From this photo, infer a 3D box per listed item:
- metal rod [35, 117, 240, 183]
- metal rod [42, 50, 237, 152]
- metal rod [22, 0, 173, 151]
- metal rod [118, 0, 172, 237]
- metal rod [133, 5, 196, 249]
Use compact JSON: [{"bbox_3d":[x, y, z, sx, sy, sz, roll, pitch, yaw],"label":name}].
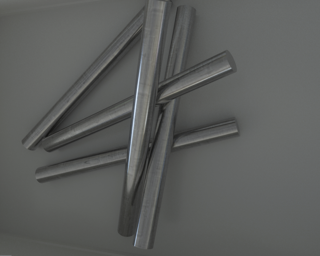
[{"bbox_3d":[-0.043,0.035,0.424,0.301,0.025,0.025,-15,85,19],"label":"metal rod"},{"bbox_3d":[-0.047,-0.022,0.393,0.300,0.025,0.025,-21,83,30],"label":"metal rod"},{"bbox_3d":[-0.097,-0.074,0.443,0.299,0.025,0.025,-43,77,14],"label":"metal rod"},{"bbox_3d":[-0.024,0.008,0.364,0.025,0.025,0.298,19,117,18],"label":"metal rod"},{"bbox_3d":[0.007,-0.006,0.383,0.025,0.025,0.298,9,84,19],"label":"metal rod"}]
